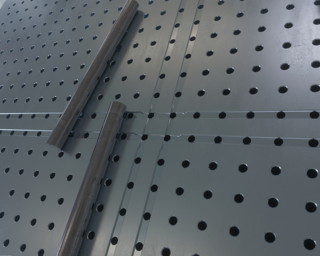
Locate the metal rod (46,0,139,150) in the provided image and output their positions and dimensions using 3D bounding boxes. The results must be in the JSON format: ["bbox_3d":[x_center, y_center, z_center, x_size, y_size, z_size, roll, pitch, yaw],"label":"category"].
[{"bbox_3d":[-0.107,-0.101,0.526,0.025,0.025,0.300,11,67,33],"label":"metal rod"}]

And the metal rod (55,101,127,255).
[{"bbox_3d":[-0.097,0.099,0.398,0.025,0.025,0.300,1,62,29],"label":"metal rod"}]
